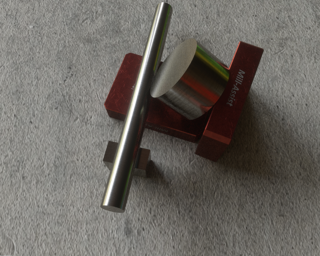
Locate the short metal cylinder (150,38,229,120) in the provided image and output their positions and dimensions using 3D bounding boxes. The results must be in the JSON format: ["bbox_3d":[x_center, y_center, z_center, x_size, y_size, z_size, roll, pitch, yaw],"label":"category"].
[{"bbox_3d":[0.033,-0.056,0.362,0.050,0.080,0.080,33,70,-24],"label":"short metal cylinder"}]

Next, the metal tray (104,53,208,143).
[{"bbox_3d":[0.002,-0.042,0.422,0.131,0.030,0.090,17,71,6],"label":"metal tray"}]

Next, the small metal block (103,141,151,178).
[{"bbox_3d":[-0.038,0.040,0.381,0.050,0.050,0.025,12,71,4],"label":"small metal block"}]

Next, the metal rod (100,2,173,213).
[{"bbox_3d":[-0.021,-0.046,0.385,0.025,0.025,0.300,10,61,3],"label":"metal rod"}]

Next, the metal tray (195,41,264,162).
[{"bbox_3d":[0.085,-0.030,0.387,0.030,0.090,0.130,22,71,7],"label":"metal tray"}]
